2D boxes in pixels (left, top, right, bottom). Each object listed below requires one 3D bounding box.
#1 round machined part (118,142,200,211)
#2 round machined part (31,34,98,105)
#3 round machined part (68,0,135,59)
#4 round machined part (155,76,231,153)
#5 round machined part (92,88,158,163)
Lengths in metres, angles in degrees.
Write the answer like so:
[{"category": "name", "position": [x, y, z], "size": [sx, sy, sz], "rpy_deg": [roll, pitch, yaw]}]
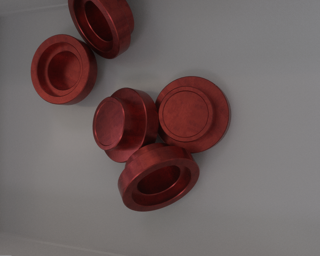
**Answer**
[{"category": "round machined part", "position": [-0.005, 0.056, 0.380], "size": [0.098, 0.098, 0.042], "rpy_deg": [-43, 48, 15]}, {"category": "round machined part", "position": [-0.133, -0.081, 0.448], "size": [0.098, 0.042, 0.097], "rpy_deg": [0, 90, 20]}, {"category": "round machined part", "position": [-0.072, -0.144, 0.408], "size": [0.098, 0.098, 0.042], "rpy_deg": [41, 63, 15]}, {"category": "round machined part", "position": [0.037, -0.017, 0.388], "size": [0.098, 0.042, 0.097], "rpy_deg": [0, 90, 20]}, {"category": "round machined part", "position": [-0.051, -0.004, 0.399], "size": [0.098, 0.042, 0.097], "rpy_deg": [-7, 80, 45]}]
